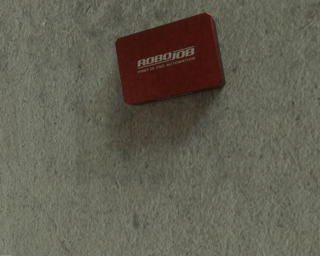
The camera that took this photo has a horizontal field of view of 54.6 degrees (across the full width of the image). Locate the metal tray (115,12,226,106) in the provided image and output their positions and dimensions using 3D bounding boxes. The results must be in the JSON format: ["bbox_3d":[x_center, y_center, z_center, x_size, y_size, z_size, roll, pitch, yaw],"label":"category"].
[{"bbox_3d":[0.012,-0.085,0.403,0.130,0.030,0.090,-10,87,19],"label":"metal tray"}]
